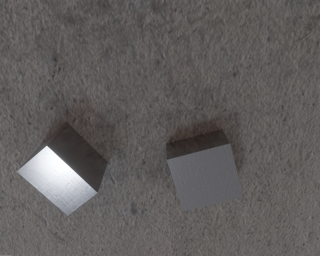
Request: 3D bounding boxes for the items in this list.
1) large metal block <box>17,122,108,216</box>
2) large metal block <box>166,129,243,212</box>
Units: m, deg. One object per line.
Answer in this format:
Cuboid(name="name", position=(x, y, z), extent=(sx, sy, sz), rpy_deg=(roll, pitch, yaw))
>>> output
Cuboid(name="large metal block", position=(-0.119, 0.049, 0.397), extent=(0.050, 0.080, 0.080), rpy_deg=(-39, 106, 13))
Cuboid(name="large metal block", position=(0.058, 0.056, 0.418), extent=(0.080, 0.050, 0.080), rpy_deg=(-15, 110, 5))
